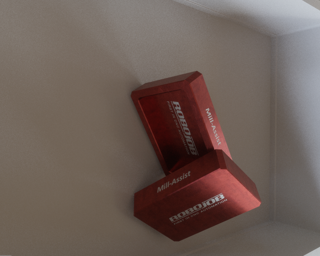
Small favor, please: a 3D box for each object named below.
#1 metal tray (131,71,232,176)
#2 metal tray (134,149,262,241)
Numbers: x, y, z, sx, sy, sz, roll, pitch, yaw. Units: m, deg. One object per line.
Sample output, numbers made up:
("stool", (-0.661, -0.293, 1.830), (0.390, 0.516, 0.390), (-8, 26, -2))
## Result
("metal tray", (0.027, 0.002, 0.384), (0.030, 0.090, 0.129), (-41, 116, -44))
("metal tray", (0.044, 0.088, 0.381), (0.090, 0.130, 0.030), (43, 26, -32))
